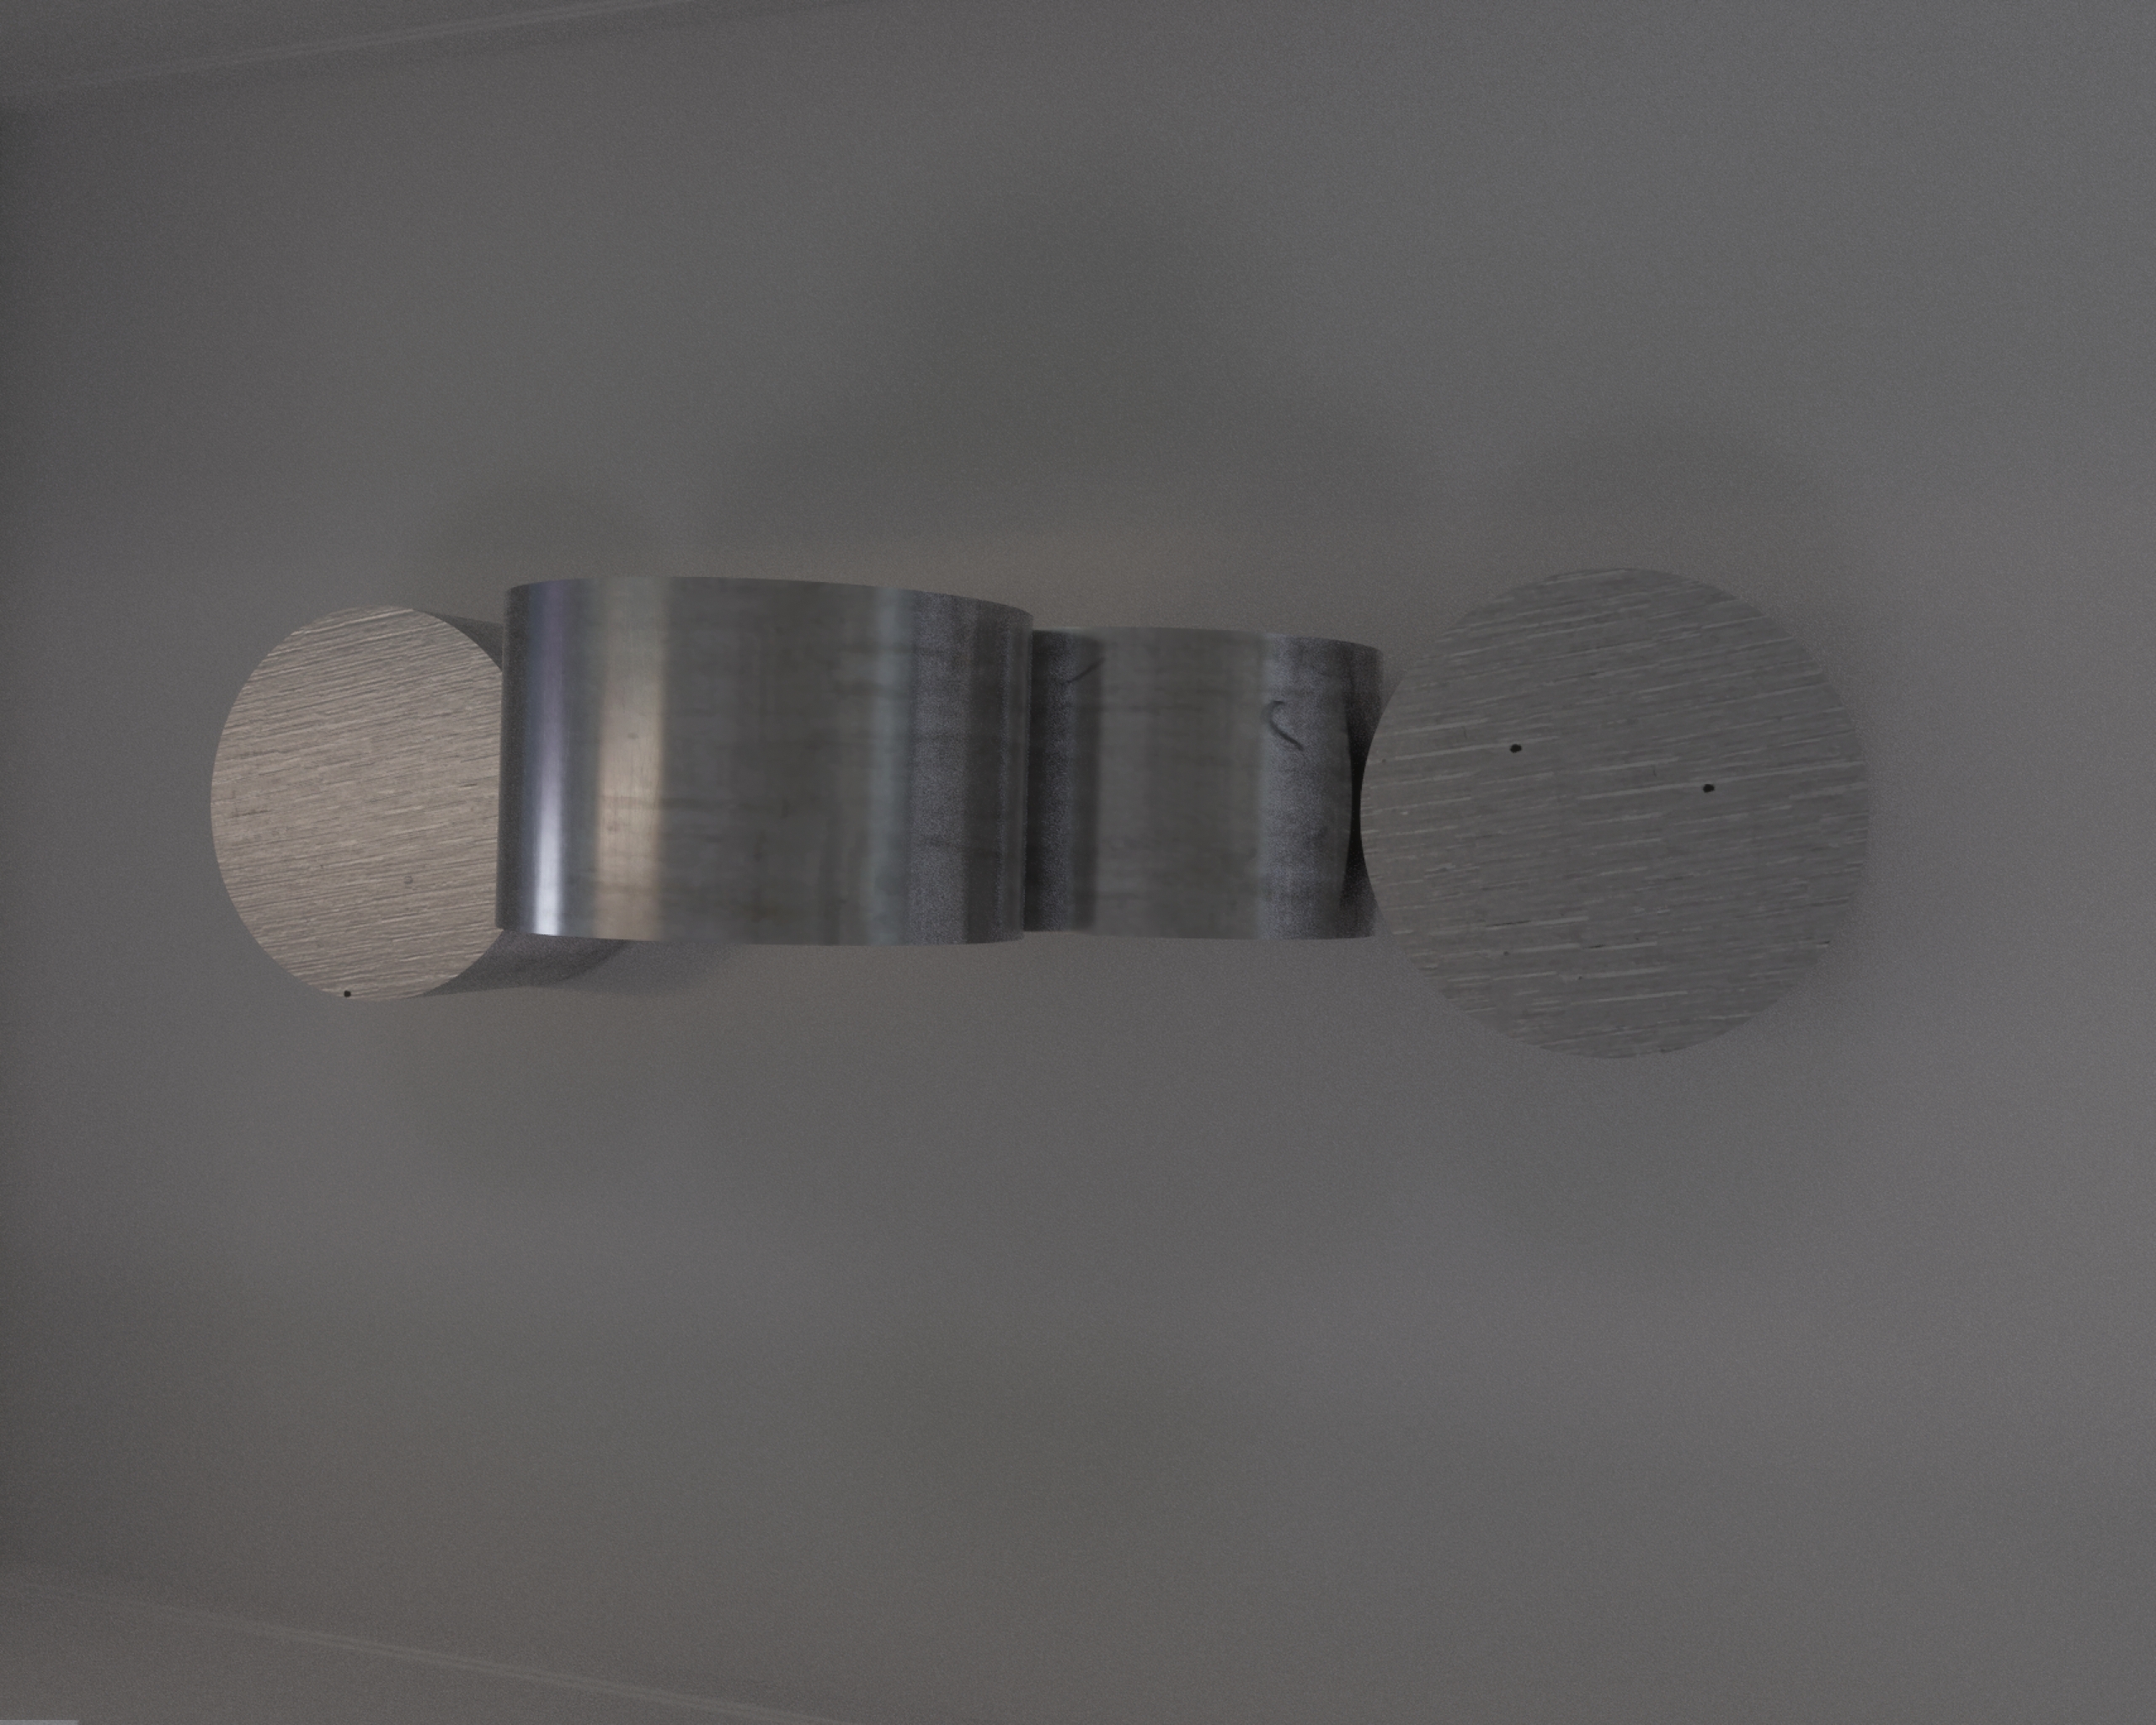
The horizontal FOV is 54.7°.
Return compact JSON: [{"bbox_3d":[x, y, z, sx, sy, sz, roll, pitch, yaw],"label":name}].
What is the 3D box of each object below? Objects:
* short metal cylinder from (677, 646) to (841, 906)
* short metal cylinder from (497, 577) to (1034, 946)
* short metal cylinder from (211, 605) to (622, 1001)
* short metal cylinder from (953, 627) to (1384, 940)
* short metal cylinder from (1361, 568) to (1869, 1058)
[{"bbox_3d":[-0.062,-0.016,0.401,0.080,0.080,0.050,2,91,20],"label":"short metal cylinder"},{"bbox_3d":[-0.048,-0.014,0.323,0.080,0.080,0.050,2,91,20],"label":"short metal cylinder"},{"bbox_3d":[-0.133,-0.012,0.442,0.080,0.050,0.080,0,90,20],"label":"short metal cylinder"},{"bbox_3d":[0.014,-0.013,0.374,0.080,0.080,0.050,2,91,20],"label":"short metal cylinder"},{"bbox_3d":[0.094,-0.008,0.362,0.080,0.050,0.080,0,90,20],"label":"short metal cylinder"}]
